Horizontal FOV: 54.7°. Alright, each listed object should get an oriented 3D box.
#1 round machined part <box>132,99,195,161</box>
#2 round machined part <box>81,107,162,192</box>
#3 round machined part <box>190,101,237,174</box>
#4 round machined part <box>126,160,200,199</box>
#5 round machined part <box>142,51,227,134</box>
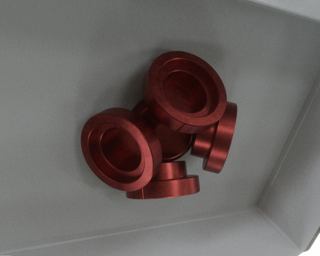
[{"bbox_3d":[0.007,0.006,0.404,0.099,0.042,0.097,-14,125,-21],"label":"round machined part"},{"bbox_3d":[-0.041,0.022,0.364,0.042,0.098,0.097,-39,144,-54],"label":"round machined part"},{"bbox_3d":[0.069,0.009,0.418,0.042,0.098,0.097,14,116,5],"label":"round machined part"},{"bbox_3d":[0.002,0.067,0.416,0.099,0.098,0.042,-2,83,-28],"label":"round machined part"},{"bbox_3d":[0.025,-0.038,0.363,0.099,0.098,0.042,-4,158,-27],"label":"round machined part"}]
